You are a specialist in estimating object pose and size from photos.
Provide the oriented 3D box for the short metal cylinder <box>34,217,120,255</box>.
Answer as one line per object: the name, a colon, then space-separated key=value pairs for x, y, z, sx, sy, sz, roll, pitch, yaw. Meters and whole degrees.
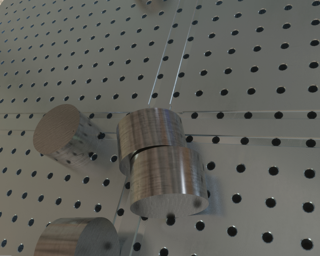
short metal cylinder: x=-0.086 y=0.138 z=0.332 sx=0.050 sy=0.080 sz=0.080 roll=-8 pitch=58 yaw=24

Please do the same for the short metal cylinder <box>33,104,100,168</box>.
short metal cylinder: x=-0.136 y=0.012 z=0.454 sx=0.080 sy=0.050 sz=0.080 roll=-13 pitch=56 yaw=20

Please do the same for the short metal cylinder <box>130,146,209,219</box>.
short metal cylinder: x=0.008 y=0.060 z=0.331 sx=0.080 sy=0.080 sz=0.050 roll=-16 pitch=56 yaw=19

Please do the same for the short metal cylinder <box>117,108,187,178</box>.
short metal cylinder: x=-0.009 y=0.021 z=0.364 sx=0.080 sy=0.080 sz=0.050 roll=-21 pitch=54 yaw=15
